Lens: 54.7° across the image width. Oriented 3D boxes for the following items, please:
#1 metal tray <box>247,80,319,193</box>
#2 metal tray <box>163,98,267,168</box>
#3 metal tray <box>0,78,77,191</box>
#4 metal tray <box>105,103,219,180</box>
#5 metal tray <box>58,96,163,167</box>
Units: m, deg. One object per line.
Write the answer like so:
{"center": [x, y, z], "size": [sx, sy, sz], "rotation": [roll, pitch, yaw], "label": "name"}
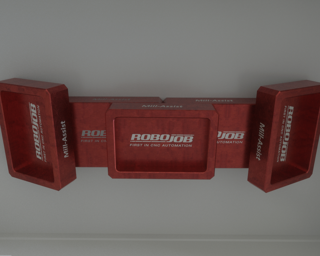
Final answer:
{"center": [0.160, 0.009, 0.391], "size": [0.091, 0.030, 0.129], "rotation": [-11, 113, -27], "label": "metal tray"}
{"center": [0.069, 0.007, 0.411], "size": [0.131, 0.030, 0.089], "rotation": [0, 110, 0], "label": "metal tray"}
{"center": [-0.155, 0.007, 0.389], "size": [0.090, 0.030, 0.129], "rotation": [10, 112, 23], "label": "metal tray"}
{"center": [0.002, 0.016, 0.381], "size": [0.131, 0.030, 0.089], "rotation": [1, 110, 0], "label": "metal tray"}
{"center": [-0.062, 0.006, 0.409], "size": [0.131, 0.030, 0.089], "rotation": [0, 110, 0], "label": "metal tray"}
